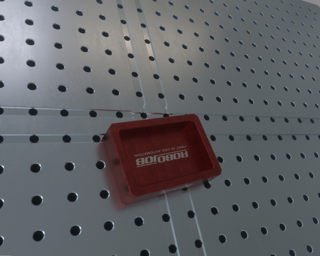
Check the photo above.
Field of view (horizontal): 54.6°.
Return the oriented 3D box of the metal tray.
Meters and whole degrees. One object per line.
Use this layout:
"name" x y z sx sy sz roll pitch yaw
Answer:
"metal tray" 0.005 0.033 0.386 0.131 0.030 0.090 -8 66 -32
